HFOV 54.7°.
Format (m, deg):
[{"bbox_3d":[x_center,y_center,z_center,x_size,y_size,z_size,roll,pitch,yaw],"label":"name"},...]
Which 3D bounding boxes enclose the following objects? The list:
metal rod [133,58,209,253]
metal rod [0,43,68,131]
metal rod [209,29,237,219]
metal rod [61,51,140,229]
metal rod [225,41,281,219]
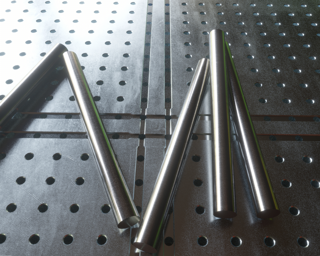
[{"bbox_3d":[0.029,0.009,0.400,0.025,0.025,0.300,13,51,10],"label":"metal rod"},{"bbox_3d":[-0.213,-0.022,0.423,0.025,0.025,0.301,15,51,12],"label":"metal rod"},{"bbox_3d":[0.081,-0.029,0.417,0.025,0.025,0.300,4,55,2],"label":"metal rod"},{"bbox_3d":[-0.089,-0.008,0.412,0.025,0.025,0.300,-17,52,-14],"label":"metal rod"},{"bbox_3d":[0.110,-0.023,0.427,0.025,0.025,0.300,-2,50,-2],"label":"metal rod"}]
